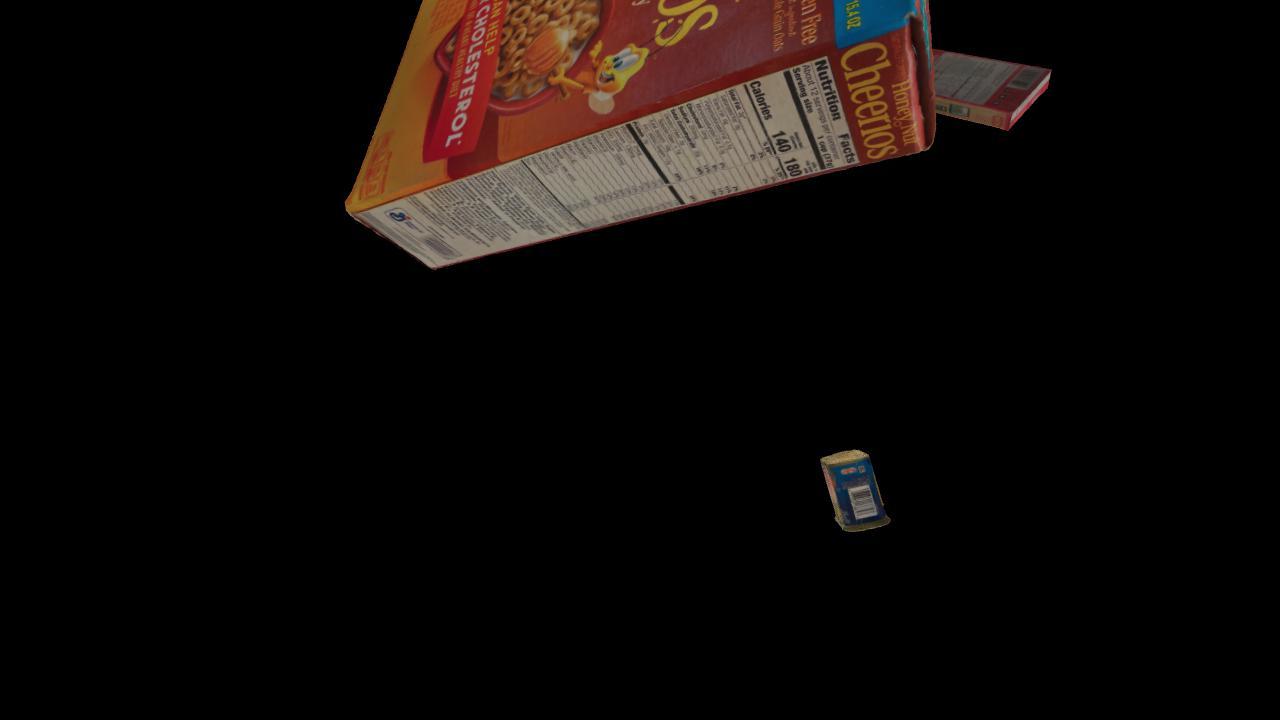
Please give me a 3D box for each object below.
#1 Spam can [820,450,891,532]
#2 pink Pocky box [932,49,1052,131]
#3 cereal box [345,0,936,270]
[{"bbox_3d":[0.272,0.164,0.786,0.058,0.085,0.101,-15,-5,7],"label":"Spam can"},{"bbox_3d":[0.407,-0.339,0.763,0.155,0.084,0.029,36,-14,37],"label":"pink Pocky box"},{"bbox_3d":[-0.010,-0.176,0.342,0.306,0.203,0.081,-7,-27,29],"label":"cereal box"}]
